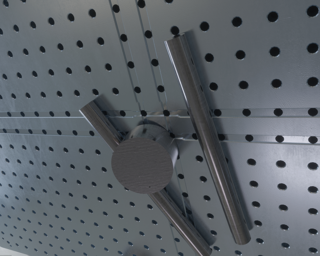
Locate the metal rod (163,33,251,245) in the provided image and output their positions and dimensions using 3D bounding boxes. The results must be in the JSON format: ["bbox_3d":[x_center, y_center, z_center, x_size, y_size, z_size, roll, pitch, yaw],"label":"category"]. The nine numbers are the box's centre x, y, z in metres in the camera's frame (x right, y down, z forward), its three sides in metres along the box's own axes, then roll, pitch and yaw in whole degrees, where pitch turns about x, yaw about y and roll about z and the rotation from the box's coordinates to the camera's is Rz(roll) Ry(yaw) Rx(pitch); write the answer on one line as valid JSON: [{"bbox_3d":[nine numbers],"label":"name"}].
[{"bbox_3d":[0.067,0.030,0.394,0.025,0.025,0.299,-8,115,32],"label":"metal rod"}]

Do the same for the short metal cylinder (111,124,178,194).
[{"bbox_3d":[-0.019,0.041,0.415,0.080,0.050,0.079,3,110,9],"label":"short metal cylinder"}]

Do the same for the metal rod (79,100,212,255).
[{"bbox_3d":[-0.017,0.084,0.472,0.025,0.025,0.300,-30,102,38],"label":"metal rod"}]
